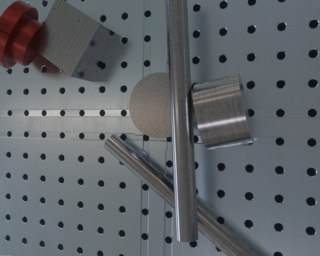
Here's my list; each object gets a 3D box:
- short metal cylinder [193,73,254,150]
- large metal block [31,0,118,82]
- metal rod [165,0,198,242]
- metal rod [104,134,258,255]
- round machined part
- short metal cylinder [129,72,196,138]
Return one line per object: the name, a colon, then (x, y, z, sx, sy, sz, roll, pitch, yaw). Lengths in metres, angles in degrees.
short metal cylinder: (0.074, -0.018, 0.357, 0.050, 0.080, 0.080, -12, 86, 20)
large metal block: (-0.121, -0.124, 0.442, 0.080, 0.050, 0.080, 36, 101, 16)
metal rod: (0.024, -0.025, 0.350, 0.025, 0.025, 0.298, -3, 89, 20)
metal rod: (0.043, 0.109, 0.397, 0.300, 0.025, 0.025, 39, 102, 15)
round machined part: (-0.201, -0.130, 0.452, 0.042, 0.098, 0.098, 27, 100, -11)
short metal cylinder: (0.008, -0.027, 0.397, 0.080, 0.050, 0.080, 0, 90, 20)
